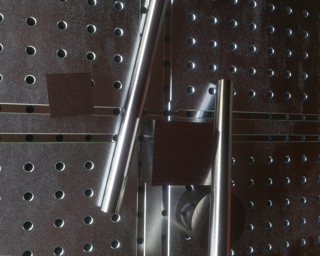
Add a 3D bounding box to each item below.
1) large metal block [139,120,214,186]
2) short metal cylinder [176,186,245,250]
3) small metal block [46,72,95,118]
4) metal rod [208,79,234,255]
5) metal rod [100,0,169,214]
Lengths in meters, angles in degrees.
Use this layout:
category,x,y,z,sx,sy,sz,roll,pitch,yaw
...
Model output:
category,x,y,z,sx,sy,sz,roll,pitch,yaw
large metal block,0.021,0.032,0.408,0.081,0.050,0.079,3,89,-20
short metal cylinder,0.069,0.121,0.426,0.081,0.050,0.079,0,90,-21
small metal block,-0.108,-0.039,0.373,0.050,0.025,0.050,-6,92,-20
metal rod,0.077,0.072,0.392,0.025,0.025,0.299,16,65,-20
metal rod,-0.030,-0.041,0.402,0.025,0.025,0.298,14,85,-20
